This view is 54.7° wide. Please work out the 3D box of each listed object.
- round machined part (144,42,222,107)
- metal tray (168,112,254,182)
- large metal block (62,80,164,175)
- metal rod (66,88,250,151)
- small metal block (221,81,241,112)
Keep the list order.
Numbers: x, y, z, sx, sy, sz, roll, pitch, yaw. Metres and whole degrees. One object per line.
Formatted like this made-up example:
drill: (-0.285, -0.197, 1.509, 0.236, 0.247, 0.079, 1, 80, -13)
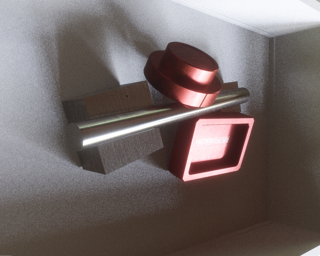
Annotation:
round machined part: (0.033, -0.072, 0.384, 0.099, 0.098, 0.042, -6, 135, -40)
metal tray: (0.077, 0.023, 0.450, 0.131, 0.030, 0.089, -2, 111, -41)
large metal block: (-0.051, -0.003, 0.346, 0.081, 0.050, 0.079, -23, 105, -38)
metal rod: (0.028, -0.022, 0.372, 0.302, 0.025, 0.025, -16, 101, -46)
small metal block: (0.101, -0.046, 0.491, 0.050, 0.025, 0.050, -15, 100, -39)
